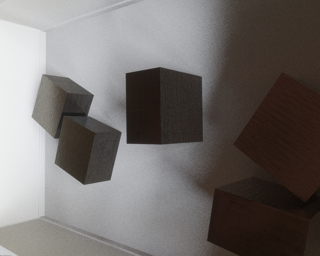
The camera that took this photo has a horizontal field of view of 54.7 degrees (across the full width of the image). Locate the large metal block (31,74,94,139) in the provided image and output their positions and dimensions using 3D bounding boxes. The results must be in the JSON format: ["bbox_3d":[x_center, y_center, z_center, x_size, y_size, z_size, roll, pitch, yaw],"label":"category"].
[{"bbox_3d":[-0.166,-0.037,0.525,0.080,0.050,0.079,33,110,34],"label":"large metal block"}]

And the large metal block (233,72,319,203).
[{"bbox_3d":[0.130,0.007,0.283,0.080,0.050,0.080,43,116,31],"label":"large metal block"}]

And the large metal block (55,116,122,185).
[{"bbox_3d":[-0.113,0.032,0.481,0.080,0.050,0.079,24,105,37],"label":"large metal block"}]

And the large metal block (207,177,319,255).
[{"bbox_3d":[0.102,0.085,0.286,0.080,0.081,0.050,12,98,39],"label":"large metal block"}]

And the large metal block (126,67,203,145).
[{"bbox_3d":[0.007,-0.023,0.364,0.050,0.081,0.079,-1,89,40],"label":"large metal block"}]
